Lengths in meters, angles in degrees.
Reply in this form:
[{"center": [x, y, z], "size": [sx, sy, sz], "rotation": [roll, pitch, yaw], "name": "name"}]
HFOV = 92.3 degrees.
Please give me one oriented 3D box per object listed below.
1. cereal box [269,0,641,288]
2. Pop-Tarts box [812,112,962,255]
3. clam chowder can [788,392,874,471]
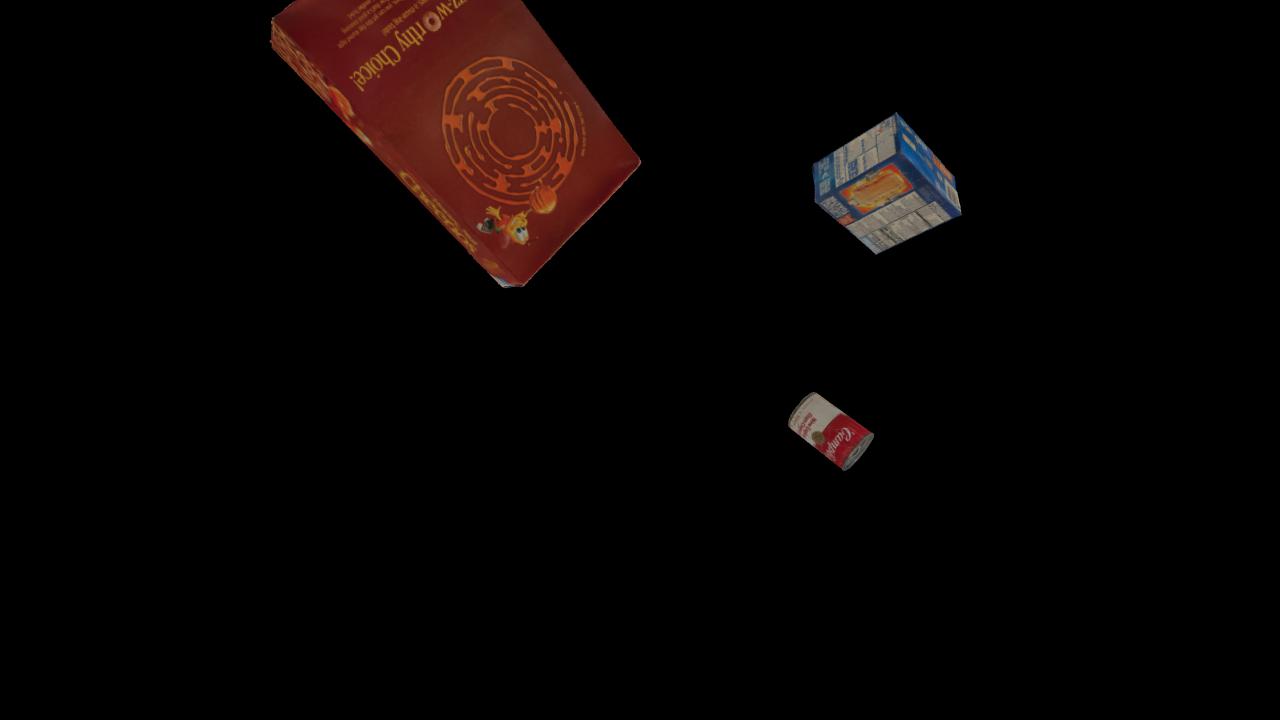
[{"center": [-0.164, -0.248, 0.616], "size": [0.306, 0.203, 0.081], "rotation": [48, -19, -26], "name": "cereal box"}, {"center": [0.368, -0.257, 0.922], "size": [0.167, 0.083, 0.141], "rotation": [28, -35, -31], "name": "Pop-Tarts box"}, {"center": [0.274, 0.102, 0.889], "size": [0.102, 0.068, 0.068], "rotation": [41, 23, 30], "name": "clam chowder can"}]
